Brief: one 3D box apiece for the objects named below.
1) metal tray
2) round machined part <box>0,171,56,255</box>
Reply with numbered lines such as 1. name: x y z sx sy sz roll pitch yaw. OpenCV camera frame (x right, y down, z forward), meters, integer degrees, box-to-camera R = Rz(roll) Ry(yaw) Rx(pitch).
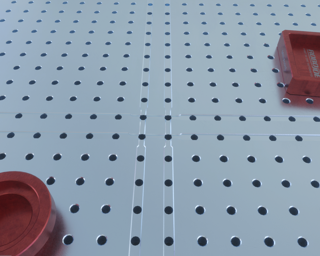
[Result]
1. metal tray: 0.245 -0.106 0.496 0.091 0.030 0.130 6 50 4
2. round machined part: -0.155 0.096 0.314 0.099 0.042 0.098 0 50 0
